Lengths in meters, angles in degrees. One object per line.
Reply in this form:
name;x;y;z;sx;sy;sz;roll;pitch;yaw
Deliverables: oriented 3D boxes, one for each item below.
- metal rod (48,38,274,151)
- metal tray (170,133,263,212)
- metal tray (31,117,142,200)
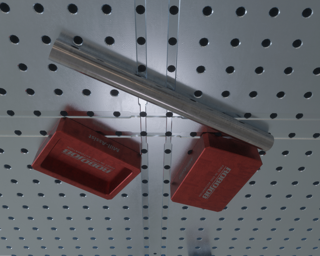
metal rod;0.017;-0.033;0.383;0.302;0.025;0.025;22;127;-18
metal tray;0.081;0.072;0.471;0.091;0.030;0.129;16;128;-14
metal tray;-0.103;0.049;0.448;0.131;0.030;0.090;29;124;-23
